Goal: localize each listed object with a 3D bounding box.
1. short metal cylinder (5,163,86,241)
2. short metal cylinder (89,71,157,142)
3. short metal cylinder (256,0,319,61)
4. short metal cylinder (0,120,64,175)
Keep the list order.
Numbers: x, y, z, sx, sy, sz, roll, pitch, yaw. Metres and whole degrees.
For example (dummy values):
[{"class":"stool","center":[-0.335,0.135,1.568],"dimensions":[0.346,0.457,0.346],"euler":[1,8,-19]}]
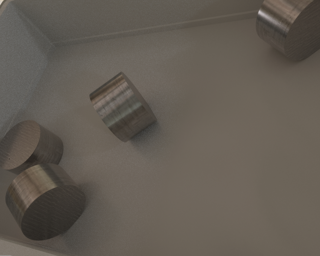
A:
[{"class":"short metal cylinder","center":[-0.142,0.091,0.387],"dimensions":[0.050,0.080,0.080],"euler":[34,81,38]},{"class":"short metal cylinder","center":[-0.048,-0.028,0.411],"dimensions":[0.050,0.080,0.080],"euler":[-35,52,5]},{"class":"short metal cylinder","center":[0.162,-0.127,0.363],"dimensions":[0.080,0.080,0.050],"euler":[-37,51,3]},{"class":"short metal cylinder","center":[-0.196,0.035,0.469],"dimensions":[0.080,0.050,0.080],"euler":[-13,56,20]}]
